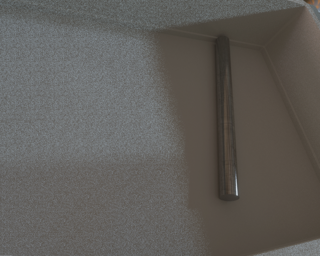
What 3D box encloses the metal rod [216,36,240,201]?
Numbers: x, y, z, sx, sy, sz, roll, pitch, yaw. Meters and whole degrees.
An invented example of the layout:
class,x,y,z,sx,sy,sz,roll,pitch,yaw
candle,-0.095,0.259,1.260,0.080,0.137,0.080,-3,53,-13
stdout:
class,x,y,z,sx,sy,sz,roll,pitch,yaw
metal rod,0.102,-0.034,0.483,0.025,0.025,0.300,18,54,-18
